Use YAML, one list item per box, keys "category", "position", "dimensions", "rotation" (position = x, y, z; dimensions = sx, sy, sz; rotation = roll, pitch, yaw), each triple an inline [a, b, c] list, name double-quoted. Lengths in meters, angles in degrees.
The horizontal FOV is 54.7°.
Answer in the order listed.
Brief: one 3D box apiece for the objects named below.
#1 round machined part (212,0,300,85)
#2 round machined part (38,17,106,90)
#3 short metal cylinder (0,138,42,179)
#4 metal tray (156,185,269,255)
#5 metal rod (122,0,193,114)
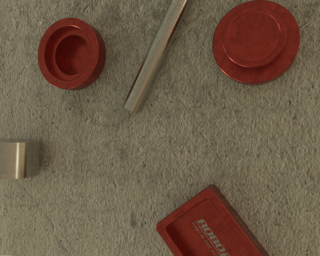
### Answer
- category: "round machined part"
  position: [0.110, -0.101, 0.361]
  dimensions: [0.098, 0.042, 0.097]
  rotation: [0, 90, 19]
- category: "round machined part"
  position: [-0.120, -0.102, 0.441]
  dimensions: [0.098, 0.042, 0.097]
  rotation: [0, 90, 19]
- category: "short metal cylinder"
  position: [-0.218, 0.043, 0.455]
  dimensions: [0.080, 0.080, 0.050]
  rotation: [3, 91, 19]
- category: "metal tray"
  position: [0.068, 0.148, 0.381]
  dimensions: [0.090, 0.030, 0.130]
  rotation: [-40, 78, 15]
- category: "metal rod"
  position: [0.025, -0.158, 0.399]
  dimensions: [0.025, 0.025, 0.298]
  rotation: [29, 99, 17]
